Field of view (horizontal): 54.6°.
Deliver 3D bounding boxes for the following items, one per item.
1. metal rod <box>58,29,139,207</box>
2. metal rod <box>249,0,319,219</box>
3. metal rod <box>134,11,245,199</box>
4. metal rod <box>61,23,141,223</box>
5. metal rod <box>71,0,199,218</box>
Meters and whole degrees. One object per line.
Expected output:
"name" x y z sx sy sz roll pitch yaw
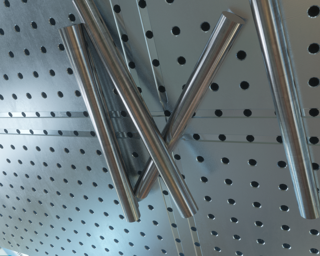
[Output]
"metal rod" -0.083 0.002 0.456 0.025 0.025 0.299 -1 118 28
"metal rod" 0.132 -0.027 0.324 0.025 0.025 0.299 -8 115 32
"metal rod" 0.021 -0.004 0.398 0.025 0.025 0.298 32 129 7
"metal rod" -0.075 0.009 0.432 0.025 0.025 0.298 0 118 28
"metal rod" -0.027 -0.021 0.388 0.025 0.025 0.299 -21 100 36
